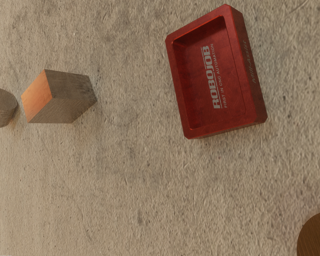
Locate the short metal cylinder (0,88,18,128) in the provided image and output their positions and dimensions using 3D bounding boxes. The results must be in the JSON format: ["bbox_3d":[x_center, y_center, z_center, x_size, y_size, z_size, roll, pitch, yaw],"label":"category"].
[{"bbox_3d":[-0.356,-0.045,0.663,0.080,0.081,0.050,49,119,28],"label":"short metal cylinder"}]

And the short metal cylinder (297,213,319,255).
[{"bbox_3d":[0.158,0.104,0.242,0.080,0.050,0.080,-13,75,60],"label":"short metal cylinder"}]

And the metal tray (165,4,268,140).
[{"bbox_3d":[0.060,-0.059,0.352,0.090,0.030,0.129,-18,79,38],"label":"metal tray"}]

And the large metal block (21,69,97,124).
[{"bbox_3d":[-0.165,-0.048,0.505,0.080,0.081,0.050,-33,70,35],"label":"large metal block"}]
